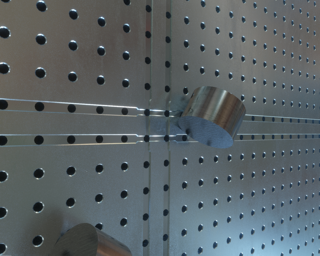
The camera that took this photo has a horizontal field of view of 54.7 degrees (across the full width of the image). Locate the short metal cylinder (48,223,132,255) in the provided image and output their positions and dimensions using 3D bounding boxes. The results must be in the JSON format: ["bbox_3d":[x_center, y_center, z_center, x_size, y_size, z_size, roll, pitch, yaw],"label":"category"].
[{"bbox_3d":[-0.074,0.144,0.312,0.050,0.080,0.080,45,63,-31],"label":"short metal cylinder"}]

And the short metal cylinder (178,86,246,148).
[{"bbox_3d":[0.073,-0.014,0.434,0.080,0.080,0.050,42,65,-32],"label":"short metal cylinder"}]
